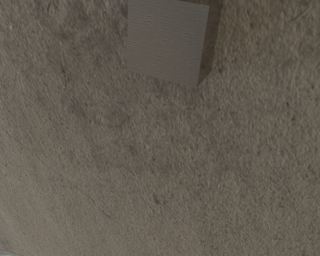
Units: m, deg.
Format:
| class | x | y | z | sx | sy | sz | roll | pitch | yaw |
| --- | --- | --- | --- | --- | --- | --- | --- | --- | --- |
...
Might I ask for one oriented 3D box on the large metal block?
| class | x | y | z | sx | sy | sz | roll | pitch | yaw |
| --- | --- | --- | --- | --- | --- | --- | --- | --- | --- |
| large metal block | 0.014 | -0.097 | 0.323 | 0.080 | 0.050 | 0.079 | 17 | 125 | 18 |
